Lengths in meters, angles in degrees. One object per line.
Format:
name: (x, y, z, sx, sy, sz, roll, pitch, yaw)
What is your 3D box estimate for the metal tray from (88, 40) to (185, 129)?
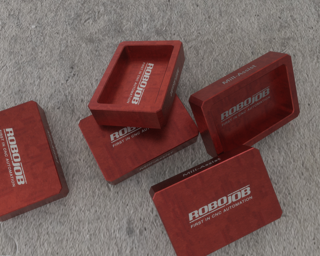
metal tray: (-0.025, -0.060, 0.395, 0.090, 0.030, 0.130, 4, 52, 17)

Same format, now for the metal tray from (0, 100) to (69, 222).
metal tray: (-0.179, 0.039, 0.390, 0.091, 0.030, 0.130, -21, 71, -8)

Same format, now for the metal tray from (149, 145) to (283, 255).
metal tray: (0.064, 0.085, 0.356, 0.131, 0.030, 0.090, -23, 97, -9)

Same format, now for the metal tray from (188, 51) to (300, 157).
metal tray: (0.108, -0.026, 0.383, 0.131, 0.090, 0.030, -30, 29, -13)

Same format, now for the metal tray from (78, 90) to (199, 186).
metal tray: (-0.027, 0.004, 0.404, 0.131, 0.030, 0.090, -27, 72, -10)
